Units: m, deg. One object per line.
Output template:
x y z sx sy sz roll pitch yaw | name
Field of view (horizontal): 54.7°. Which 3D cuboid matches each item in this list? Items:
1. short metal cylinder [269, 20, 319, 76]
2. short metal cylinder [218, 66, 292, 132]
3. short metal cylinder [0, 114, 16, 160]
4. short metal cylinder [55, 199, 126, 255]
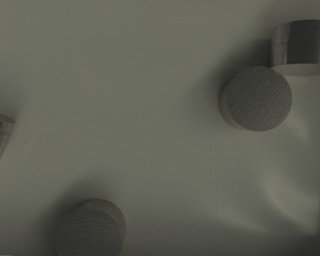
0.179 -0.097 0.386 0.081 0.080 0.050 4 90 -1 | short metal cylinder
0.120 -0.036 0.401 0.081 0.050 0.079 0 90 -1 | short metal cylinder
-0.229 0.003 0.381 0.080 0.080 0.050 22 90 -1 | short metal cylinder
-0.086 0.137 0.398 0.081 0.050 0.079 0 90 -1 | short metal cylinder
